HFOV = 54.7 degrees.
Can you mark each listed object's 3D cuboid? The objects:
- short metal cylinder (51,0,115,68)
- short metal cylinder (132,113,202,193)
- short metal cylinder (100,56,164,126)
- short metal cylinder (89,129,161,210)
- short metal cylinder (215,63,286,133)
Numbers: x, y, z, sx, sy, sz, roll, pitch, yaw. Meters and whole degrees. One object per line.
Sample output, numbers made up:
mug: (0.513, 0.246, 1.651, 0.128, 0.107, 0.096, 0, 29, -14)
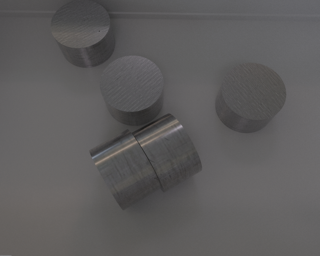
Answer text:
short metal cylinder: (-0.108, -0.134, 0.444, 0.081, 0.050, 0.080, 0, 70, 0)
short metal cylinder: (0.007, 0.029, 0.370, 0.050, 0.080, 0.080, -29, 73, -10)
short metal cylinder: (-0.036, -0.049, 0.414, 0.081, 0.050, 0.080, 0, 70, 0)
short metal cylinder: (-0.040, 0.048, 0.362, 0.050, 0.080, 0.080, -30, 73, -10)
short metal cylinder: (0.118, -0.039, 0.411, 0.081, 0.050, 0.080, 0, 70, 0)
